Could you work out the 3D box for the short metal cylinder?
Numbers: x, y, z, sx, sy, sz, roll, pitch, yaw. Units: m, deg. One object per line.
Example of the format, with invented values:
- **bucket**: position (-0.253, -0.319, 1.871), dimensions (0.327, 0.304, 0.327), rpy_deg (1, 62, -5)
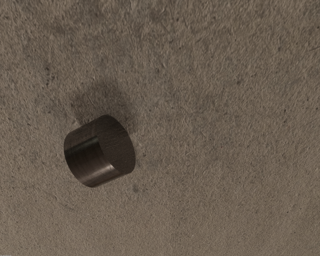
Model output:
- **short metal cylinder**: position (-0.075, 0.030, 0.395), dimensions (0.050, 0.080, 0.080), rpy_deg (-25, 126, 19)
